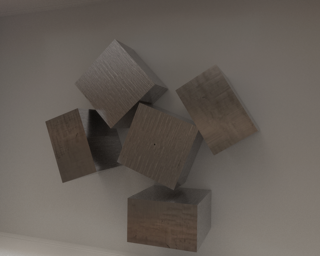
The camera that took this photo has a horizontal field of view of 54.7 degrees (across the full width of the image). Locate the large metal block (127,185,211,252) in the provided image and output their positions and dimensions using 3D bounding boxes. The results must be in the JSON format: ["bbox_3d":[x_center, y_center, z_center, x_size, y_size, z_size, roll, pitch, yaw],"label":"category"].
[{"bbox_3d":[0.015,0.105,0.375,0.080,0.080,0.050,1,91,19],"label":"large metal block"}]

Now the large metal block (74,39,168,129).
[{"bbox_3d":[-0.051,-0.056,0.412,0.080,0.050,0.080,-44,77,14],"label":"large metal block"}]

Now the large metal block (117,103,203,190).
[{"bbox_3d":[0.004,0.021,0.394,0.080,0.050,0.080,24,98,18],"label":"large metal block"}]

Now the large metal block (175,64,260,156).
[{"bbox_3d":[0.070,-0.019,0.354,0.050,0.080,0.080,-32,80,17],"label":"large metal block"}]

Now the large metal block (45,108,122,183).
[{"bbox_3d":[-0.095,0.021,0.412,0.050,0.080,0.080,-20,84,19],"label":"large metal block"}]
